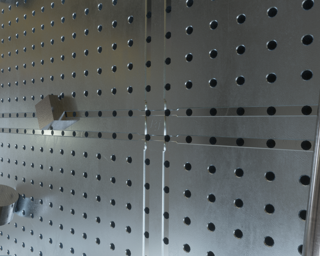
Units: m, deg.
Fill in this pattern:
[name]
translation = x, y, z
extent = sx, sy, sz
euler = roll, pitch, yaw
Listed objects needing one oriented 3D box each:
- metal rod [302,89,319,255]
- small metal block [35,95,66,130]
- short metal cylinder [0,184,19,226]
[metal rod]
translation = 0.149, 0.076, 0.285
extent = 0.025, 0.025, 0.298
euler = 7, 95, 39
[small metal block]
translation = -0.203, -0.028, 0.574
extent = 0.050, 0.025, 0.050
euler = -26, 74, 36
[short metal cylinder]
translation = -0.348, 0.163, 0.656
extent = 0.080, 0.081, 0.050
euler = 32, 110, 35
